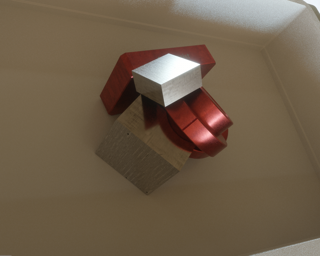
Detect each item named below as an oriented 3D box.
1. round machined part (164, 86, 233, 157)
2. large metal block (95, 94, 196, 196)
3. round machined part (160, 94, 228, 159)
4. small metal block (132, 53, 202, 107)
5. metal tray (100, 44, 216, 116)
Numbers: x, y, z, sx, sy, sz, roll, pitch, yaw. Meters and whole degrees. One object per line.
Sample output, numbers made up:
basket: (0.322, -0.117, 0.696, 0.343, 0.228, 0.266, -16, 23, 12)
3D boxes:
round machined part: (0.046, -0.018, 0.356, 0.098, 0.042, 0.098, 46, 13, -13)
large metal block: (-0.016, 0.021, 0.349, 0.080, 0.080, 0.050, 39, 51, -2)
round machined part: (0.039, -0.003, 0.419, 0.099, 0.042, 0.098, 14, 56, -21)
small metal block: (0.007, -0.052, 0.322, 0.050, 0.025, 0.050, -31, 40, -25)
metal tray: (-0.002, -0.062, 0.400, 0.131, 0.090, 0.030, -16, 71, -35)
